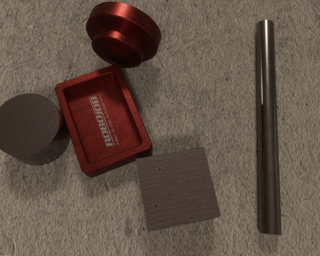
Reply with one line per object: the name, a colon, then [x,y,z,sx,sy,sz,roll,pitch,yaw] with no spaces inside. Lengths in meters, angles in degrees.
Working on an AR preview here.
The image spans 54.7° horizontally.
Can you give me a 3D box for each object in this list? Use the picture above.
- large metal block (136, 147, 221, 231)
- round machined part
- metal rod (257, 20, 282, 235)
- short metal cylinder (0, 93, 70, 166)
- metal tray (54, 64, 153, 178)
large metal block: [0.019,0.074,0.368,0.081,0.050,0.080,-10,70,-4]
round machined part: [-0.051,-0.116,0.411,0.099,0.098,0.042,14,71,5]
metal rod: [0.144,-0.015,0.415,0.025,0.025,0.299,5,70,1]
short metal cylinder: [-0.160,0.003,0.392,0.081,0.050,0.080,0,70,0]
metal tray: [-0.074,-0.011,0.408,0.091,0.030,0.130,-21,72,-8]
